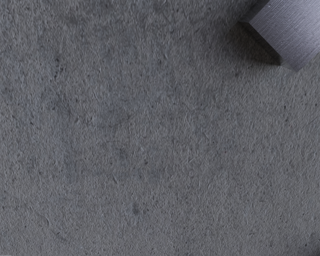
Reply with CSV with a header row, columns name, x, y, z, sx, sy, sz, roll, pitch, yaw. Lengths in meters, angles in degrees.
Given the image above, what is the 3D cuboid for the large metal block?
name,x,y,z,sx,sy,sz,roll,pitch,yaw
large metal block,0.151,-0.123,0.352,0.080,0.050,0.080,40,105,-14
